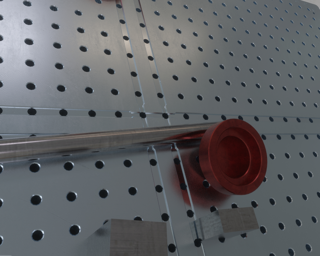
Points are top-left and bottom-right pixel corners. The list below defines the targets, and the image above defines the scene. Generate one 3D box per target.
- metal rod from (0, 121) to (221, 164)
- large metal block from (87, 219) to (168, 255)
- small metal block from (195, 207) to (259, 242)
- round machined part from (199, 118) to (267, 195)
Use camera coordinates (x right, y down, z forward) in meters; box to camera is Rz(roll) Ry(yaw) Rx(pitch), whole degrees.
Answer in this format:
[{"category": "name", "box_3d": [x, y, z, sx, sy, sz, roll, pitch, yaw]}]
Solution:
[{"category": "metal rod", "box_3d": [-0.034, 0.013, 0.381, 0.303, 0.025, 0.025, -5, 64, -30]}, {"category": "large metal block", "box_3d": [-0.033, 0.132, 0.275, 0.050, 0.080, 0.080, 12, 57, -22]}, {"category": "small metal block", "box_3d": [0.078, 0.113, 0.365, 0.050, 0.050, 0.025, 3, 60, -27]}, {"category": "round machined part", "box_3d": [0.091, 0.039, 0.411, 0.099, 0.042, 0.098, 7, 76, -28]}]
